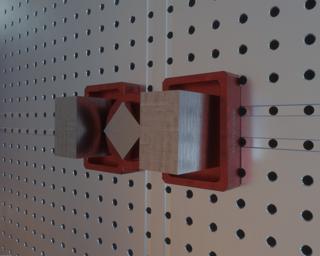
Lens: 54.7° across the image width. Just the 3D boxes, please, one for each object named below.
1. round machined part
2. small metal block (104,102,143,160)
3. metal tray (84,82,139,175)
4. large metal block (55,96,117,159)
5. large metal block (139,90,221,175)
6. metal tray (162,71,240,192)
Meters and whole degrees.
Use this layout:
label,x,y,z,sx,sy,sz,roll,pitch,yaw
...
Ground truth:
label,x,y,z,sx,sy,sz,roll,pitch,yaw
round machined part,-0.023,0.004,0.406,0.098,0.042,0.097,0,90,40
small metal block,-0.038,0.003,0.388,0.050,0.025,0.050,52,120,27
metal tray,-0.075,0.000,0.467,0.090,0.030,0.129,1,90,40
large metal block,-0.099,-0.001,0.438,0.050,0.081,0.080,1,91,40
large metal block,0.024,0.003,0.336,0.050,0.081,0.079,2,91,40
metal tray,0.046,0.003,0.367,0.090,0.030,0.129,0,90,40
